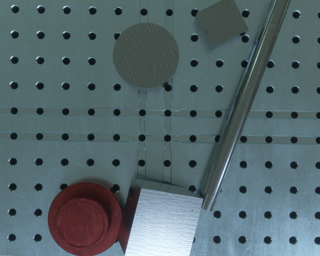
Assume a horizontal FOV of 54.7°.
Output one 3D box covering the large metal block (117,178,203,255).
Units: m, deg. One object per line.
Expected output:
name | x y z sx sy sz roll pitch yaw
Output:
large metal block | -0.001 0.114 0.390 0.081 0.050 0.080 14 90 -18

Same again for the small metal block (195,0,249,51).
small metal block | 0.082 -0.139 0.414 0.050 0.025 0.050 -27 90 -1

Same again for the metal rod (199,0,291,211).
metal rod | 0.111 -0.034 0.414 0.025 0.025 0.299 20 90 -1

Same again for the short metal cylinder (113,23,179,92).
short metal cylinder | -0.017 -0.088 0.401 0.081 0.050 0.079 0 90 -1

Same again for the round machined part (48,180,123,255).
round machined part | -0.098 0.120 0.404 0.099 0.042 0.097 0 90 -1
